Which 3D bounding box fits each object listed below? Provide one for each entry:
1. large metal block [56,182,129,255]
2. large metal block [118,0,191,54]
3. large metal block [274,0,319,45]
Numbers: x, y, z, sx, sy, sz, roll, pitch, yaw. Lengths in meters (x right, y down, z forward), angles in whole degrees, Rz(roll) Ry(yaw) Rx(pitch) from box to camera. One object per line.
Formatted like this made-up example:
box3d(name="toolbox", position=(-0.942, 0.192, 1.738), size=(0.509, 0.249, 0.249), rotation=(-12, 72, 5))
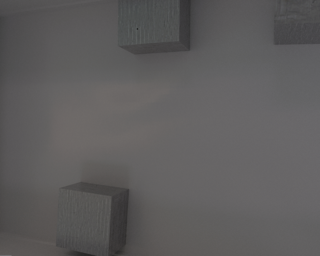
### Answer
box3d(name="large metal block", position=(-0.093, 0.124, 0.430), size=(0.080, 0.050, 0.079), rotation=(4, 91, 20))
box3d(name="large metal block", position=(-0.006, -0.142, 0.399), size=(0.080, 0.050, 0.080), rotation=(1, 90, 20))
box3d(name="large metal block", position=(0.163, -0.123, 0.323), size=(0.080, 0.080, 0.050), rotation=(4, 92, 20))
